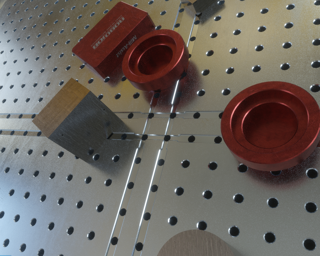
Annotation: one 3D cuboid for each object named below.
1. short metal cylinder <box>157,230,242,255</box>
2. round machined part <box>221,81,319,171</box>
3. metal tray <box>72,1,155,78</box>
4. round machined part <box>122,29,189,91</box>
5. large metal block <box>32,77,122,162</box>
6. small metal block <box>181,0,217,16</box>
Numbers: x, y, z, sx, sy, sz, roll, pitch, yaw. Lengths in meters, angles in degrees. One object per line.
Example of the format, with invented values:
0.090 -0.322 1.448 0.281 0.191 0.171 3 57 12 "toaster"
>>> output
0.040 0.140 0.286 0.080 0.050 0.080 -13 56 21 "short metal cylinder"
0.119 0.001 0.334 0.098 0.042 0.098 -13 56 21 "round machined part"
-0.084 -0.159 0.547 0.130 0.030 0.090 -47 51 -5 "metal tray"
-0.003 -0.095 0.457 0.098 0.042 0.098 -13 56 21 "round machined part"
-0.115 -0.010 0.440 0.050 0.080 0.080 34 81 38 "large metal block"
0.065 -0.220 0.510 0.050 0.025 0.050 -38 51 3 "small metal block"
